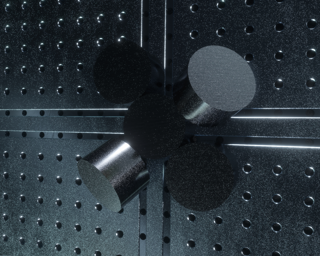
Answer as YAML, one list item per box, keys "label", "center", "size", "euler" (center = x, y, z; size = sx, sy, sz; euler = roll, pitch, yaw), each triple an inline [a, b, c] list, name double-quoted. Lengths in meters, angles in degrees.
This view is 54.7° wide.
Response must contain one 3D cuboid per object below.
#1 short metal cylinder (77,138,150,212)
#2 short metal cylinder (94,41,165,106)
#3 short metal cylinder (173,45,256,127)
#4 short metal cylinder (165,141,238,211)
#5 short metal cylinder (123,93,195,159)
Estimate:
- label: "short metal cylinder"
  center: [-0.060, 0.060, 0.397]
  size: [0.080, 0.050, 0.079]
  euler: [30, 140, 29]
- label: "short metal cylinder"
  center: [-0.040, -0.070, 0.412]
  size: [0.080, 0.050, 0.079]
  euler: [0, 90, 19]
- label: "short metal cylinder"
  center: [0.061, -0.046, 0.356]
  size: [0.081, 0.050, 0.080]
  euler: [6, 68, -16]
- label: "short metal cylinder"
  center: [0.053, 0.056, 0.380]
  size: [0.080, 0.050, 0.079]
  euler: [0, 90, 19]
- label: "short metal cylinder"
  center: [0.000, -0.002, 0.398]
  size: [0.080, 0.050, 0.079]
  euler: [0, 90, 19]
